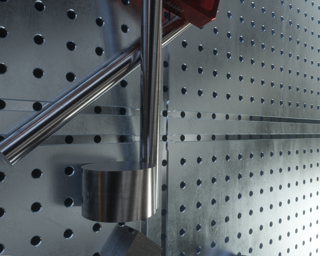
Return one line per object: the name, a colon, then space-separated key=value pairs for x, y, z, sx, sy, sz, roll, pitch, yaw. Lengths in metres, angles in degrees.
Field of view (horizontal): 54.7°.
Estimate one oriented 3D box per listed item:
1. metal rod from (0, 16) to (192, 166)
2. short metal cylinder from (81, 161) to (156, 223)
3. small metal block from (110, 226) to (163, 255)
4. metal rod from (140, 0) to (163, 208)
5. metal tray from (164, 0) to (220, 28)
metal rod: x=-0.054 y=-0.065 z=0.365 sx=0.301 sy=0.025 sz=0.025 roll=-45 pitch=117 yaw=-31
short metal cylinder: x=-0.044 y=0.066 z=0.338 sx=0.081 sy=0.080 sz=0.050 roll=-1 pitch=91 yaw=-40
small metal block: x=-0.031 y=0.159 z=0.386 sx=0.050 sy=0.025 sz=0.050 roll=47 pitch=62 yaw=-30
metal rod: x=-0.011 y=-0.046 z=0.375 sx=0.025 sy=0.025 sz=0.298 roll=-7 pitch=103 yaw=-40
metal tray: x=0.021 y=-0.201 z=0.403 sx=0.131 sy=0.030 sz=0.090 roll=20 pitch=76 yaw=-24
